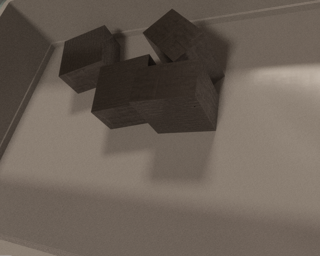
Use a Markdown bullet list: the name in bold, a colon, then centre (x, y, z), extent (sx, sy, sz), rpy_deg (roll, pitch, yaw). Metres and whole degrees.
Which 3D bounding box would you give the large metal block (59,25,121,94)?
- **large metal block**: centre (-0.115, -0.113, 0.518), extent (0.080, 0.050, 0.080), rpy_deg (-15, 56, 19)

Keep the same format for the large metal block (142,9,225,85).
- **large metal block**: centre (0.032, -0.098, 0.412), extent (0.050, 0.080, 0.080), rpy_deg (-39, 51, 1)

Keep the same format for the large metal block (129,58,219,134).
- **large metal block**: centre (0.021, -0.035, 0.380), extent (0.080, 0.080, 0.050), rpy_deg (-3, 60, 26)

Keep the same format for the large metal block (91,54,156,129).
- **large metal block**: centre (-0.044, -0.050, 0.442), extent (0.080, 0.050, 0.080), rpy_deg (-9, 58, 23)
